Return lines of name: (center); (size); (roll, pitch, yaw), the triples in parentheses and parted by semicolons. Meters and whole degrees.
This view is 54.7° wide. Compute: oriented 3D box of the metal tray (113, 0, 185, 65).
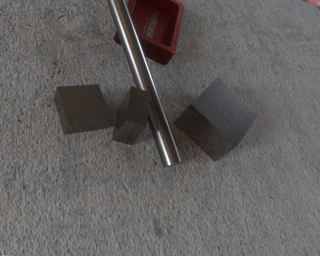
metal tray: (-0.014, -0.171, 0.499); (0.091, 0.030, 0.130); (22, 53, -15)

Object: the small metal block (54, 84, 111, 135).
small metal block: (-0.093, -0.023, 0.369); (0.050, 0.025, 0.050); (-9, 66, -32)

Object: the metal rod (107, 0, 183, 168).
metal rod: (-0.032, -0.093, 0.416); (0.025, 0.025, 0.299); (-12, 76, -33)

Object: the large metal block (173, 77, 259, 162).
large metal block: (0.081, -0.013, 0.441); (0.080, 0.050, 0.080); (44, 51, 2)

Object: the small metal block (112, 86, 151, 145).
small metal block: (-0.035, -0.014, 0.379); (0.025, 0.050, 0.050); (18, 55, -19)
